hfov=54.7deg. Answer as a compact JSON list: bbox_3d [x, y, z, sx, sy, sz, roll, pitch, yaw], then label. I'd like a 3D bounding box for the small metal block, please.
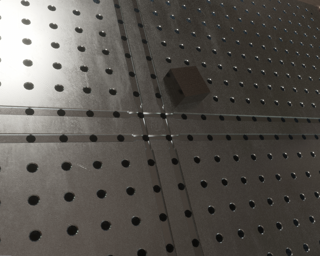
[{"bbox_3d":[0.041,-0.065,0.472,0.050,0.025,0.050,-14,69,-34],"label":"small metal block"}]
